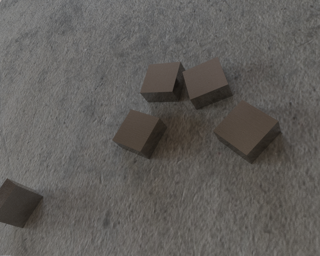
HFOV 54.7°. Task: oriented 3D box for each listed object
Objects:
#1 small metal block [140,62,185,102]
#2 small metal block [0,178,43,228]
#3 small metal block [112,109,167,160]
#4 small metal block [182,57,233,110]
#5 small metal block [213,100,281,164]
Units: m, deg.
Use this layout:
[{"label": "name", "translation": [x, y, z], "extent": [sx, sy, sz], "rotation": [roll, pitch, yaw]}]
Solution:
[{"label": "small metal block", "translation": [0.005, -0.065, 0.439], "extent": [0.050, 0.025, 0.050], "rotation": [1, 62, 28]}, {"label": "small metal block", "translation": [-0.200, 0.104, 0.427], "extent": [0.025, 0.050, 0.050], "rotation": [20, 72, 35]}, {"label": "small metal block", "translation": [-0.027, 0.008, 0.412], "extent": [0.050, 0.025, 0.050], "rotation": [19, 71, 34]}, {"label": "small metal block", "translation": [0.062, -0.059, 0.407], "extent": [0.050, 0.025, 0.050], "rotation": [-21, 54, 15]}, {"label": "small metal block", "translation": [0.098, 0.004, 0.350], "extent": [0.050, 0.025, 0.050], "rotation": [-46, 52, -5]}]
